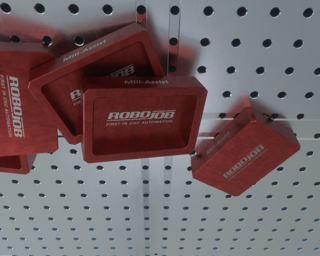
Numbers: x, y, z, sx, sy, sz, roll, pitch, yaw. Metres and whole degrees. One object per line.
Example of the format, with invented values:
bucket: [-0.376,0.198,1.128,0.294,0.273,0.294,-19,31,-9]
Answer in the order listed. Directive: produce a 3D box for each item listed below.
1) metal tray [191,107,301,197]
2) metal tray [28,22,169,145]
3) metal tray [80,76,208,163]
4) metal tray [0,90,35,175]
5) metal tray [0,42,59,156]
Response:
metal tray: [0.117,0.039,0.443,0.090,0.030,0.129,26,125,-21]
metal tray: [-0.062,-0.046,0.342,0.130,0.030,0.090,-26,128,-3]
metal tray: [-0.019,-0.010,0.344,0.131,0.030,0.089,-3,124,-19]
metal tray: [-0.221,0.004,0.409,0.091,0.030,0.129,7,130,-6]
metal tray: [-0.166,-0.030,0.353,0.091,0.030,0.129,-3,123,-19]
